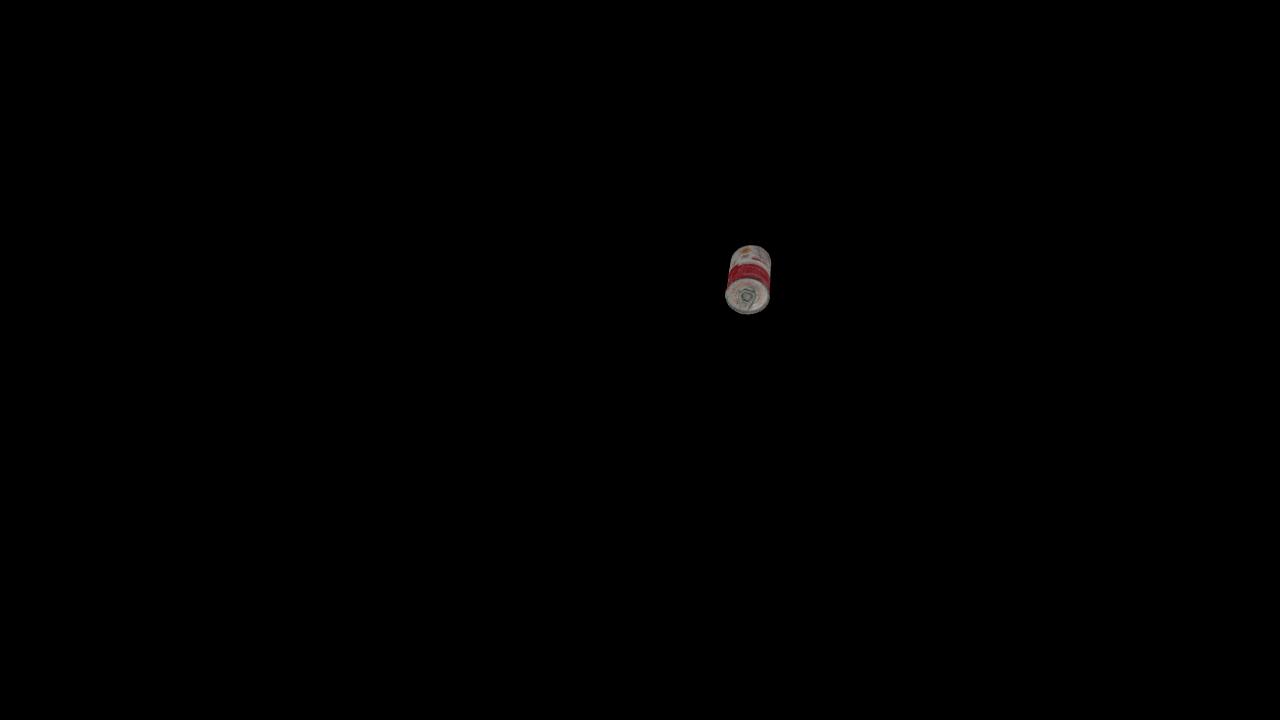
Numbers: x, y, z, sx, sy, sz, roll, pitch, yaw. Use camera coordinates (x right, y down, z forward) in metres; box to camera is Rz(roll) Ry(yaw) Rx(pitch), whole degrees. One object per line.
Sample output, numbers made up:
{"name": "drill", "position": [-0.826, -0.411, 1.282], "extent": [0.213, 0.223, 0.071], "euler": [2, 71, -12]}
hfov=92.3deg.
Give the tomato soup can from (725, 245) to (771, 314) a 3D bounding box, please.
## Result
{"name": "tomato soup can", "position": [0.172, -0.129, 0.970], "extent": [0.068, 0.068, 0.101], "euler": [0, 41, 14]}
